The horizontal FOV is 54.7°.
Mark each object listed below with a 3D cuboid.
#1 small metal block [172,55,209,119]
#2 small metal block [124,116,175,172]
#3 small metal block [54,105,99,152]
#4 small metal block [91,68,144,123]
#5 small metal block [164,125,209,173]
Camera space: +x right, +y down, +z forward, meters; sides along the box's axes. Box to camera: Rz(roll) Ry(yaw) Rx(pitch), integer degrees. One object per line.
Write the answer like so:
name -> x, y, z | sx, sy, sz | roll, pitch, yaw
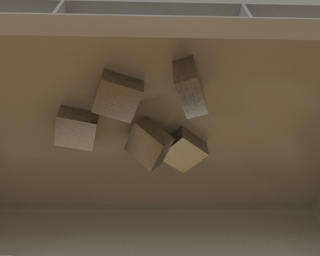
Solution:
small metal block -> 0.034, -0.047, 0.353 | 0.025, 0.050, 0.050 | -15, 129, 12
small metal block -> -0.015, 0.021, 0.410 | 0.050, 0.025, 0.050 | 39, 129, 17
small metal block -> -0.110, 0.001, 0.408 | 0.050, 0.025, 0.050 | 11, 129, -10
small metal block -> -0.051, -0.038, 0.376 | 0.050, 0.025, 0.050 | 16, 128, -14
small metal block -> 0.032, 0.031, 0.436 | 0.050, 0.025, 0.050 | 34, 122, -26
